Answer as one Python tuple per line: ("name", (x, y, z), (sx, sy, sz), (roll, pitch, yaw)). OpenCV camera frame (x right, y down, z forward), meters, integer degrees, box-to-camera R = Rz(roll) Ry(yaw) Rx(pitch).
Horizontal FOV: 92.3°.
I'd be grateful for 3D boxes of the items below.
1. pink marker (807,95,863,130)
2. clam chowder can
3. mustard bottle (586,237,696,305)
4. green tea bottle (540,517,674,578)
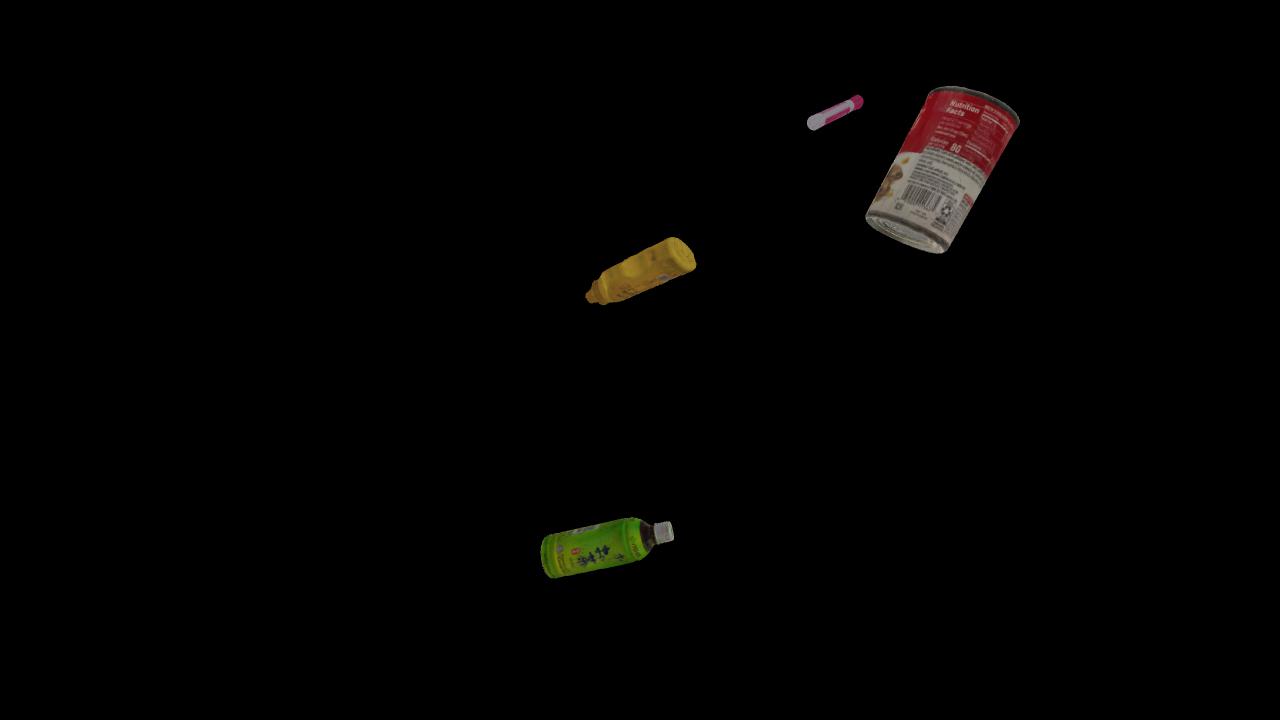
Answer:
("pink marker", (0.266, -0.335, 0.828), (0.121, 0.020, 0.020), (-34, 20, -33))
("clam chowder can", (0.224, -0.140, 0.462), (0.068, 0.102, 0.068), (25, 9, -4))
("mustard bottle", (-0.010, -0.130, 0.968), (0.184, 0.054, 0.092), (-22, -8, 27))
("green tea bottle", (-0.051, 0.293, 0.979), (0.212, 0.073, 0.073), (-17, -4, 12))
